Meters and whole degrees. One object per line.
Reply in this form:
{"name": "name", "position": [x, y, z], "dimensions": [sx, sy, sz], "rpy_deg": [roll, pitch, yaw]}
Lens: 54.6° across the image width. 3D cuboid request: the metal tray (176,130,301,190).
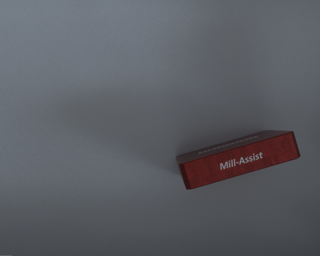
{"name": "metal tray", "position": [0.088, 0.035, 0.379], "dimensions": [0.131, 0.090, 0.030], "rpy_deg": [-16, 90, 0]}
